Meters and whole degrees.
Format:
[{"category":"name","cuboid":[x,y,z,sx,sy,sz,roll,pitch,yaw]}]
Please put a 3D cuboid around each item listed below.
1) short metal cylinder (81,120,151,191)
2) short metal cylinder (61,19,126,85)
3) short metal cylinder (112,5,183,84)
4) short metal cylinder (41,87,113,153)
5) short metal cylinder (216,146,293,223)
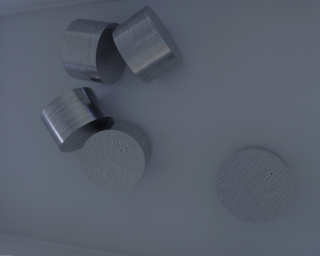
[{"category":"short metal cylinder","cuboid":[-0.055,0.034,0.403,0.080,0.050,0.079,1,104,6]},{"category":"short metal cylinder","cuboid":[-0.084,-0.100,0.410,0.050,0.080,0.079,13,95,19]},{"category":"short metal cylinder","cuboid":[-0.014,-0.103,0.385,0.050,0.080,0.080,-30,80,17]},{"category":"short metal cylinder","cuboid":[-0.111,-0.010,0.419,0.080,0.080,0.050,-39,78,15]},{"category":"short metal cylinder","cuboid":[0.109,0.062,0.359,0.080,0.050,0.079,0,90,19]}]
